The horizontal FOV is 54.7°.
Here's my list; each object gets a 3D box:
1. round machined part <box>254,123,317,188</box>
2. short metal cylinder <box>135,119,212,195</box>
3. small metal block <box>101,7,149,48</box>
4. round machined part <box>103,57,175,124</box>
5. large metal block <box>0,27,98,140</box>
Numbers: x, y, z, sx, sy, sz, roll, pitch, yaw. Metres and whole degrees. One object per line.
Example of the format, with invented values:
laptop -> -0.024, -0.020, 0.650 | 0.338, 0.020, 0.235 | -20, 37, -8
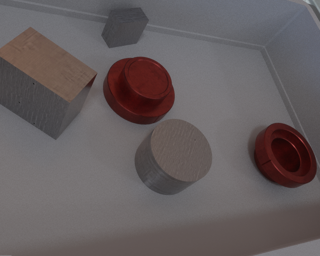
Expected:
round machined part -> 0.183, 0.044, 0.469 | 0.099, 0.042, 0.098 | 14, 56, -21
short metal cylinder -> 0.016, 0.036, 0.378 | 0.081, 0.050, 0.080 | 14, 56, -21
small metal block -> -0.051, -0.146, 0.453 | 0.050, 0.050, 0.025 | -22, 74, -36
round machined part -> -0.023, -0.057, 0.418 | 0.099, 0.042, 0.098 | 14, 56, -21
large metal block -> -0.124, -0.044, 0.331 | 0.080, 0.080, 0.050 | 34, 51, -6
